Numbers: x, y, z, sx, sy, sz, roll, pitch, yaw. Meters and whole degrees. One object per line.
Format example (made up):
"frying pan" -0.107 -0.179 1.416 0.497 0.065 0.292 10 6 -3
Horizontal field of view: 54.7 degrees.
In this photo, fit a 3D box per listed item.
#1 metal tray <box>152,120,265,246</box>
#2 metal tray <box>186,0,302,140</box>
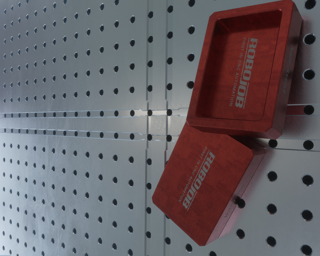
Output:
"metal tray" 0.051 0.058 0.364 0.090 0.030 0.129 36 112 34
"metal tray" 0.084 -0.058 0.314 0.090 0.030 0.129 6 78 39
